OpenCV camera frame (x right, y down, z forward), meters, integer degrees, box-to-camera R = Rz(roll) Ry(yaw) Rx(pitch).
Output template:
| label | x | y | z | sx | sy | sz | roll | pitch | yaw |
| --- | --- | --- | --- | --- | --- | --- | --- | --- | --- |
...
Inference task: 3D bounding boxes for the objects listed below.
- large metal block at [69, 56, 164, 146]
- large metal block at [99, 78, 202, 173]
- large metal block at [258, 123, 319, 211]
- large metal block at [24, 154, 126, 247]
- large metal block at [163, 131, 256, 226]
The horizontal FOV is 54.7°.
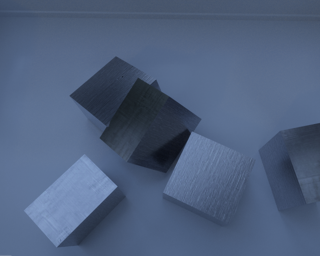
| label | x | y | z | sx | sy | sz | roll | pitch | yaw |
| --- | --- | --- | --- | --- | --- | --- | --- | --- | --- |
| large metal block | -0.052 | -0.035 | 0.394 | 0.080 | 0.050 | 0.080 | -45 | 54 | -14 |
| large metal block | -0.008 | 0.000 | 0.361 | 0.050 | 0.080 | 0.080 | 35 | 95 | 35 |
| large metal block | 0.164 | 0.048 | 0.364 | 0.050 | 0.080 | 0.080 | -11 | 71 | -4 |
| large metal block | -0.089 | 0.084 | 0.349 | 0.050 | 0.080 | 0.080 | 42 | 75 | 13 |
| large metal block | 0.057 | 0.062 | 0.374 | 0.080 | 0.050 | 0.080 | 24 | 72 | 8 |
